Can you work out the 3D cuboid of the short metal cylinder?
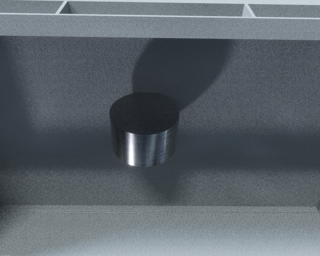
[{"bbox_3d":[-0.019,0.000,0.373,0.080,0.080,0.050,2,130,-2],"label":"short metal cylinder"}]
